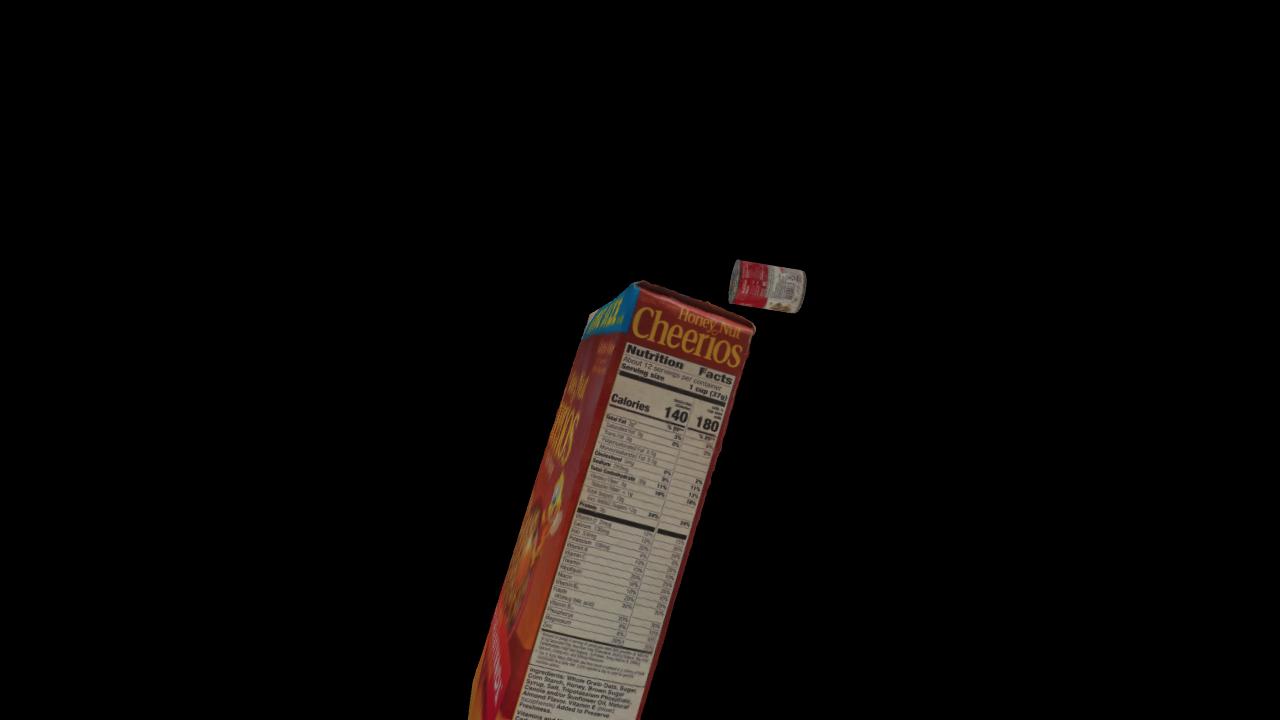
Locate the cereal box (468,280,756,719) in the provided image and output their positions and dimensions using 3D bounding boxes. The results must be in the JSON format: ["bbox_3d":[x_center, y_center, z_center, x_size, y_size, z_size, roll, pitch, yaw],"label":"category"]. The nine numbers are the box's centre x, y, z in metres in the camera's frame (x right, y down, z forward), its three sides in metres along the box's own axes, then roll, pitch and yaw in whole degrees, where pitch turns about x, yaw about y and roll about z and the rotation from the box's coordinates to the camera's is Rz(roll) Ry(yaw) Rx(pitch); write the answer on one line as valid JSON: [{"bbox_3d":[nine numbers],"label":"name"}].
[{"bbox_3d":[-0.034,0.113,0.397,0.081,0.306,0.203,17,-3,-11],"label":"cereal box"}]

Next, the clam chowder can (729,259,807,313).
[{"bbox_3d":[0.190,-0.110,0.924,0.102,0.068,0.068,8,0,-1],"label":"clam chowder can"}]
